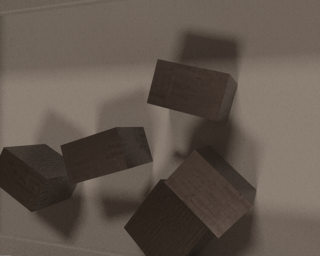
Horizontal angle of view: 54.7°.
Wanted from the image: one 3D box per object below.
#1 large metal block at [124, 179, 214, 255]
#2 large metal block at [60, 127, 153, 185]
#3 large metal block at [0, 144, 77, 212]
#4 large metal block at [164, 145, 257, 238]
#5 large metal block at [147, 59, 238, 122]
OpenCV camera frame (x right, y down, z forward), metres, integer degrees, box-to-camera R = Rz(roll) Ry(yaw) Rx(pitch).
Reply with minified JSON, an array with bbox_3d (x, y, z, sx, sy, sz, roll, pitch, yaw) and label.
[{"bbox_3d":[0.016,0.120,0.381,0.080,0.050,0.080,42,103,29],"label":"large metal block"},{"bbox_3d":[-0.066,0.034,0.403,0.080,0.080,0.050,-18,84,19],"label":"large metal block"},{"bbox_3d":[-0.172,0.066,0.440,0.080,0.080,0.050,31,100,17],"label":"large metal block"},{"bbox_3d":[0.062,0.068,0.359,0.080,0.080,0.050,45,104,14],"label":"large metal block"},{"bbox_3d":[0.042,-0.041,0.366,0.080,0.080,0.050,16,95,19],"label":"large metal block"}]
